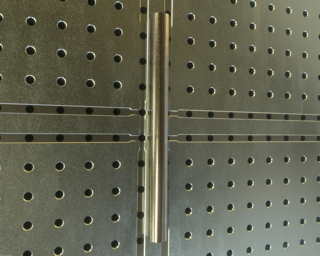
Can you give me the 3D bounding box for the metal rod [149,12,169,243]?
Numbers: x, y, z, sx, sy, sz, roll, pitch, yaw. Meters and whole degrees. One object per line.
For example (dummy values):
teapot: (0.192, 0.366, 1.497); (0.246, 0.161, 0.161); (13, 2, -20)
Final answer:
metal rod: (-0.001, -0.001, 0.413); (0.025, 0.025, 0.298); (0, 90, -20)
